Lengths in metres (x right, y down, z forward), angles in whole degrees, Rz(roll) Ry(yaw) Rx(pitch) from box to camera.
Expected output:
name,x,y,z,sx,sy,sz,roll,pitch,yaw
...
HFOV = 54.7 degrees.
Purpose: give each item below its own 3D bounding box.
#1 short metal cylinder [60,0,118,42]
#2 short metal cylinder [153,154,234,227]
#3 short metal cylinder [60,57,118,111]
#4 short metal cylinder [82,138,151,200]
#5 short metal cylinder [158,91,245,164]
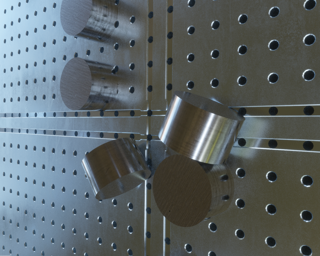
name,x,y,z,sx,sy,sz,roll,pitch,yaw
short metal cylinder,-0.111,-0.180,0.485,0.080,0.050,0.080,0,90,40
short metal cylinder,0.038,0.069,0.361,0.080,0.050,0.079,0,90,40
short metal cylinder,-0.112,-0.067,0.486,0.080,0.050,0.079,0,90,40
short metal cylinder,-0.059,0.056,0.422,0.080,0.081,0.050,-43,64,32
short metal cylinder,0.044,-0.002,0.337,0.080,0.081,0.050,32,110,35
